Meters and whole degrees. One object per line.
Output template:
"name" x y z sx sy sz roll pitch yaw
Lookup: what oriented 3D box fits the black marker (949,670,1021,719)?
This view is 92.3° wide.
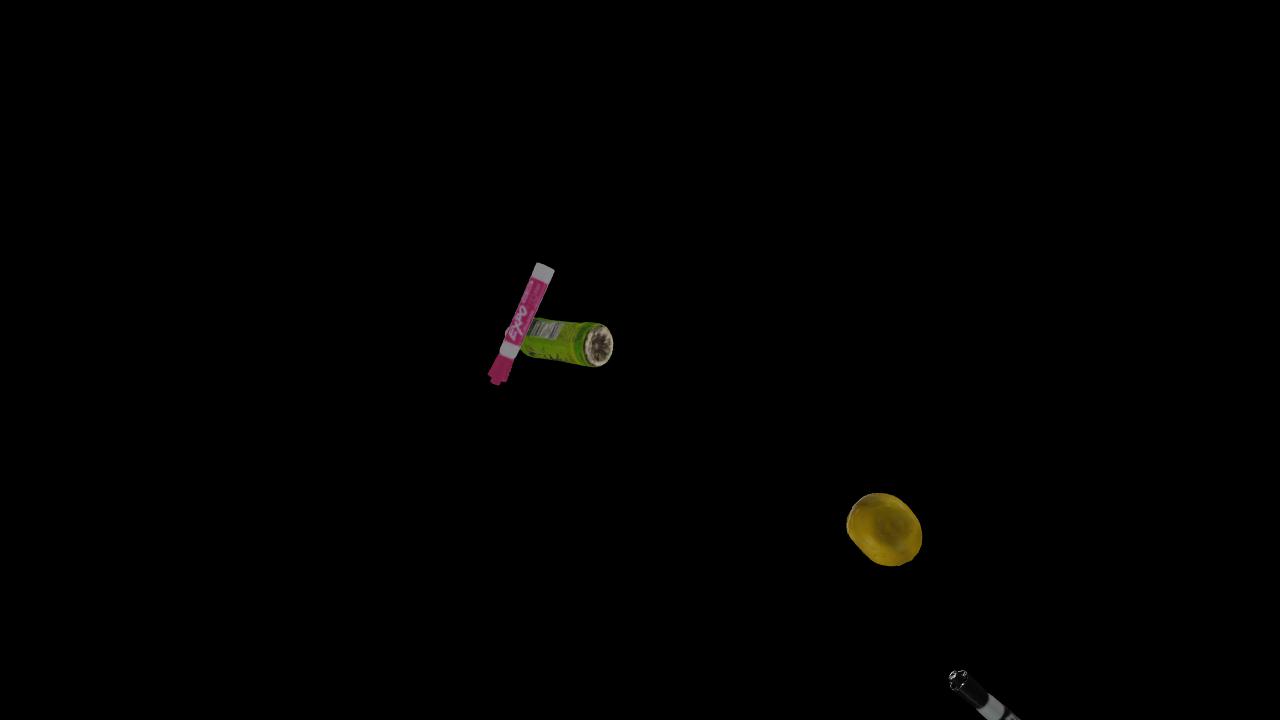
"black marker" 0.293 0.289 0.482 0.121 0.020 0.020 41 4 5

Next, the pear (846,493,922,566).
"pear" 0.270 0.196 0.704 0.080 0.080 0.111 0 -21 -3

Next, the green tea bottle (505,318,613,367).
"green tea bottle" -0.141 -0.034 1.001 0.212 0.073 0.073 11 7 39

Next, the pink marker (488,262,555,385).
"pink marker" -0.113 -0.033 0.577 0.020 0.121 0.020 24 1 0
